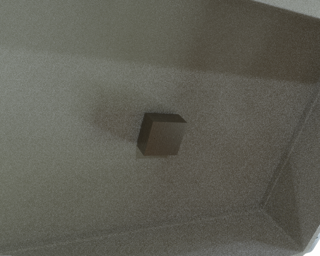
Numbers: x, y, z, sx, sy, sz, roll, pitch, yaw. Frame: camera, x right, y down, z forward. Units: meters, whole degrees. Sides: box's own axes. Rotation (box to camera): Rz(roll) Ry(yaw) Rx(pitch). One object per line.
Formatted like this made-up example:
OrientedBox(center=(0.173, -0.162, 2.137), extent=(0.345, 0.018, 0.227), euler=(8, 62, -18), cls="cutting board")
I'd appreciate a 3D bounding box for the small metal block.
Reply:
OrientedBox(center=(0.002, 0.009, 0.410), extent=(0.050, 0.025, 0.050), euler=(2, 118, -29), cls="small metal block")
